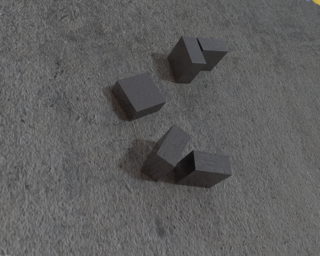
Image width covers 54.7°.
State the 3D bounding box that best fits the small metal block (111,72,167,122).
[{"bbox_3d":[-0.028,-0.042,0.414,0.050,0.025,0.050,-23,74,-36],"label":"small metal block"}]

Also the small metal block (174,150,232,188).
[{"bbox_3d":[0.052,0.052,0.383,0.050,0.050,0.025,11,57,-23],"label":"small metal block"}]

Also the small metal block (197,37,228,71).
[{"bbox_3d":[0.072,-0.117,0.498,0.050,0.050,0.025,-5,65,-31],"label":"small metal block"}]

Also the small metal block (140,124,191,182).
[{"bbox_3d":[0.006,0.030,0.372,0.025,0.050,0.050,36,51,-5],"label":"small metal block"}]

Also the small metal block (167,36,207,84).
[{"bbox_3d":[0.039,-0.103,0.471,0.025,0.050,0.050,-3,63,-30],"label":"small metal block"}]
